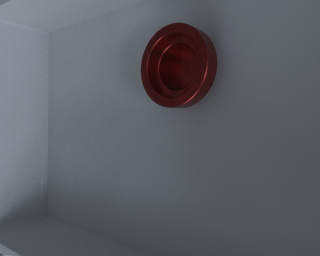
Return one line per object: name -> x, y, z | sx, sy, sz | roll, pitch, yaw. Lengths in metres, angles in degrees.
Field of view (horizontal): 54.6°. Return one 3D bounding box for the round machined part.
round machined part -> 0.027, -0.072, 0.375 | 0.098, 0.042, 0.097 | 0, 90, 40
